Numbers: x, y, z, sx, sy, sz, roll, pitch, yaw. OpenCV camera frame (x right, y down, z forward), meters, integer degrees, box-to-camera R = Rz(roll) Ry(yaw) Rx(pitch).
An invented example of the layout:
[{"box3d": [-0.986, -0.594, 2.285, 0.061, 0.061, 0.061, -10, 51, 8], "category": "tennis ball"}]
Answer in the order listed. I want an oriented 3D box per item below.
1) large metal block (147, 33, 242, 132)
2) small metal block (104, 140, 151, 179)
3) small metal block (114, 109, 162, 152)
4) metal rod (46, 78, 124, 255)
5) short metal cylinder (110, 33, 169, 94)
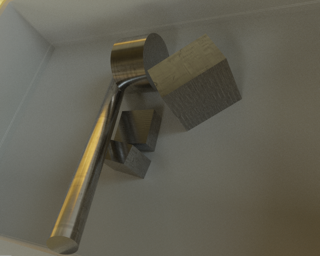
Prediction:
[{"box3d": [0.044, -0.052, 0.379, 0.080, 0.080, 0.050, -31, 52, 8], "category": "large metal block"}, {"box3d": [-0.047, 0.038, 0.390, 0.050, 0.050, 0.025, 11, 67, 32], "category": "small metal block"}, {"box3d": [-0.030, 0.004, 0.418, 0.050, 0.025, 0.050, -2, 61, 27], "category": "small metal block"}, {"box3d": [-0.069, 0.006, 0.365, 0.025, 0.025, 0.300, -20, 32, 16], "category": "metal rod"}, {"box3d": [-0.025, -0.090, 0.437, 0.050, 0.080, 0.080, -1, 61, 27], "category": "short metal cylinder"}]
